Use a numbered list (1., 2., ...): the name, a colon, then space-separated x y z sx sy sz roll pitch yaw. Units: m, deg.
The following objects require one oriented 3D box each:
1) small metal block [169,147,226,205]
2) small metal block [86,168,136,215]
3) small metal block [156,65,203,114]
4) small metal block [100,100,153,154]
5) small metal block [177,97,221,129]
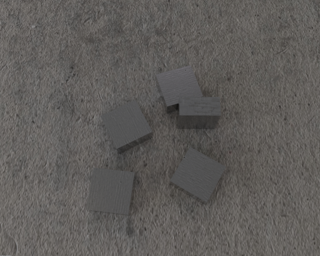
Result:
1. small metal block: 0.046 0.060 0.386 0.050 0.025 0.050 29 73 10
2. small metal block: -0.059 0.078 0.379 0.050 0.025 0.050 6 70 2
3. small metal block: 0.026 -0.053 0.428 0.050 0.025 0.050 -16 71 -6
4. small metal block: -0.043 -0.001 0.408 0.050 0.025 0.050 -26 72 -9
5. small metal block: 0.049 -0.018 0.402 0.050 0.050 0.025 0 70 0
